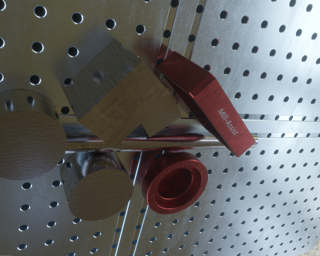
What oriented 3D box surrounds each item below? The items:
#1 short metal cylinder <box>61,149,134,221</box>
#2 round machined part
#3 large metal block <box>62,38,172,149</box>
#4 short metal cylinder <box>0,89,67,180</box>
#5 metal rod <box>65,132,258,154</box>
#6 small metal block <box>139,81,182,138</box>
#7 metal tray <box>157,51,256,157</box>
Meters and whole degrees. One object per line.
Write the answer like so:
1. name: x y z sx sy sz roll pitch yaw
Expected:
1. short metal cylinder: -0.080 0.070 0.394 0.081 0.050 0.079 -14 124 -21
2. round machined part: 0.018 0.076 0.457 0.099 0.042 0.097 -14 124 -21
3. large metal block: -0.048 -0.039 0.325 0.080 0.080 0.050 -44 130 2
4. short metal cylinder: -0.142 0.007 0.320 0.081 0.050 0.079 -14 124 -21
5. metal rod: 0.019 0.019 0.433 0.303 0.025 0.025 1 118 -29
6. small metal block: -0.007 -0.024 0.392 0.050 0.025 0.050 -34 129 -6
7. metal tray: 0.058 -0.028 0.383 0.030 0.090 0.130 -43 129 1
